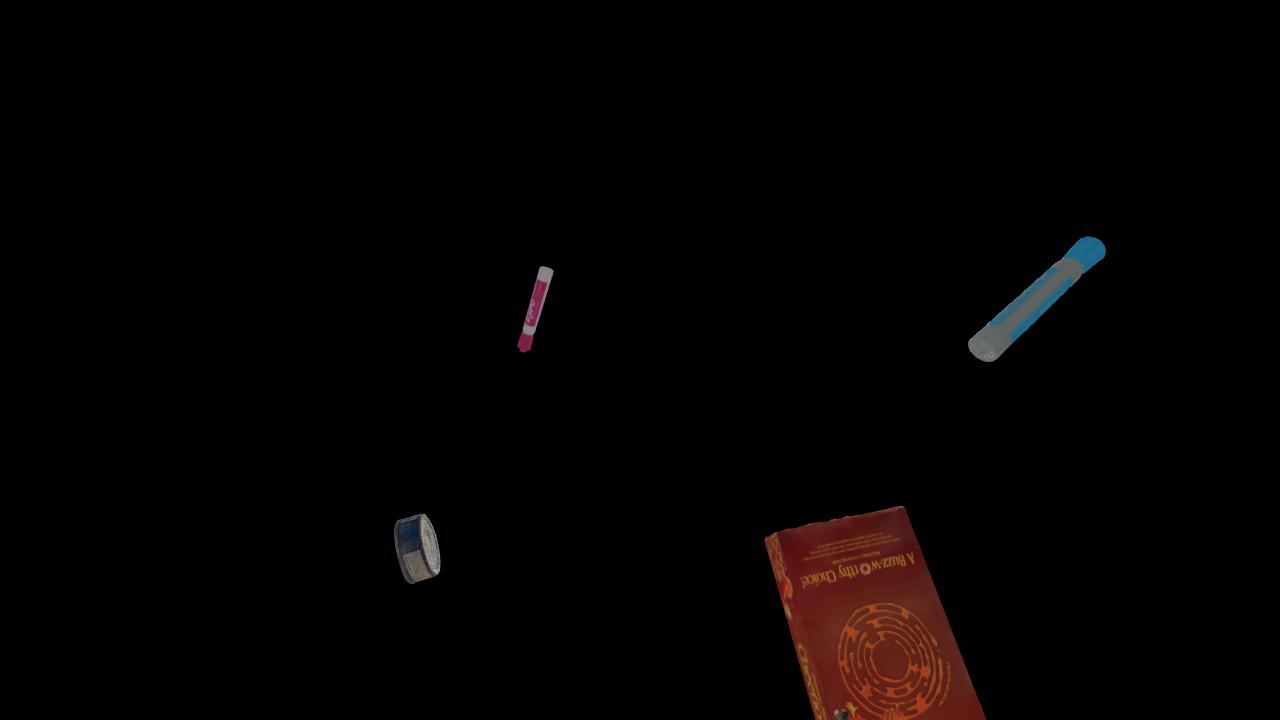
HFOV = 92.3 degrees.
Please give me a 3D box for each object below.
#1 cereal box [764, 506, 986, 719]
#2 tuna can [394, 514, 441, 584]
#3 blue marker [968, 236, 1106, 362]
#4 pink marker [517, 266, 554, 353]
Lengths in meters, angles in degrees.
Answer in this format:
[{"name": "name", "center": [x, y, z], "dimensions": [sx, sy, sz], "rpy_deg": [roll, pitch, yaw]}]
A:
[{"name": "cereal box", "center": [0.313, 0.373, 0.843], "dimensions": [0.203, 0.306, 0.081], "rpy_deg": [-9, -23, -9]}, {"name": "tuna can", "center": [-0.288, 0.244, 0.800], "dimensions": [0.034, 0.084, 0.084], "rpy_deg": [-16, 3, -9]}, {"name": "blue marker", "center": [0.256, -0.041, 0.392], "dimensions": [0.121, 0.020, 0.020], "rpy_deg": [-37, 11, -14]}, {"name": "pink marker", "center": [-0.139, -0.064, 0.813], "dimensions": [0.020, 0.121, 0.020], "rpy_deg": [18, 21, -7]}]
